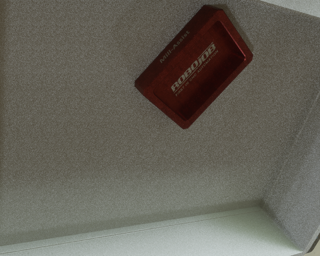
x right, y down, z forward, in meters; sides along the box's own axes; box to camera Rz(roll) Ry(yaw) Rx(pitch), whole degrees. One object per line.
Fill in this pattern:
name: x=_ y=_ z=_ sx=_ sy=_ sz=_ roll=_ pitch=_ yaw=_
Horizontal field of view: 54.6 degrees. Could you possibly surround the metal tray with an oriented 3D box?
metal tray: x=0.044 y=-0.071 z=0.384 sx=0.130 sy=0.030 sz=0.090 roll=-47 pitch=129 yaw=5
